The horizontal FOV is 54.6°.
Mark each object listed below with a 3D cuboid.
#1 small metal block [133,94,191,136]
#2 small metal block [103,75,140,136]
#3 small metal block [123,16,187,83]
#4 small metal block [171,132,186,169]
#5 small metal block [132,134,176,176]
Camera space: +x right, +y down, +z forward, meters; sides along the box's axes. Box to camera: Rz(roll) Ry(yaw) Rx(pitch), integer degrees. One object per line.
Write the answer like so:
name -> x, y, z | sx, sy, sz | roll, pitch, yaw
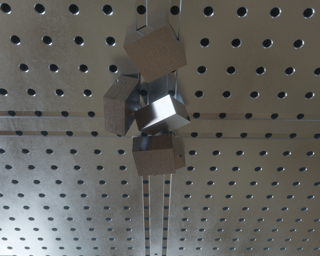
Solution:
small metal block -> 0.004, -0.013, 0.385 | 0.050, 0.025, 0.050 | -25, 159, 19
small metal block -> -0.044, -0.027, 0.368 | 0.025, 0.050, 0.050 | 14, 131, 10
small metal block -> -0.005, -0.085, 0.339 | 0.050, 0.025, 0.050 | -22, 127, 18
small metal block -> 0.004, 0.037, 0.443 | 0.050, 0.025, 0.050 | -19, 128, 15
small metal block -> -0.007, 0.036, 0.408 | 0.050, 0.025, 0.050 | -5, 134, 4
